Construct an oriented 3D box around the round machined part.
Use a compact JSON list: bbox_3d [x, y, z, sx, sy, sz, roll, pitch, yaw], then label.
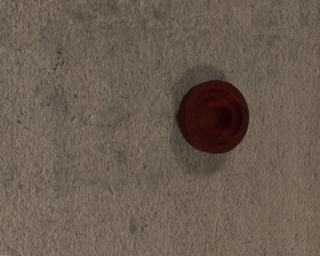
[{"bbox_3d":[0.069,-0.015,0.427,0.099,0.042,0.097,0,90,-21],"label":"round machined part"}]
